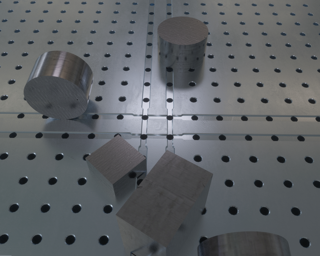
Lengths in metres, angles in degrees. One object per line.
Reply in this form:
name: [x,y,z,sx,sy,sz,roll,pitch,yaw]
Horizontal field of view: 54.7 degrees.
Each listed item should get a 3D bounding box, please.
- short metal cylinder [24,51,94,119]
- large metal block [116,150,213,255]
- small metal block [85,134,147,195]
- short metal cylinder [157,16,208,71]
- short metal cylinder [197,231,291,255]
short metal cylinder: [-0.134,-0.056,0.418,0.081,0.080,0.050,1,50,0]
large metal block: [0.006,0.083,0.302,0.050,0.080,0.080,27,55,20]
small metal block: [-0.052,0.043,0.371,0.050,0.025,0.050,-37,59,-27]
short metal cylinder: [0.036,-0.139,0.509,0.081,0.050,0.080,0,50,0]
short metal cylinder: [0.074,0.128,0.265,0.081,0.080,0.050,1,50,0]
